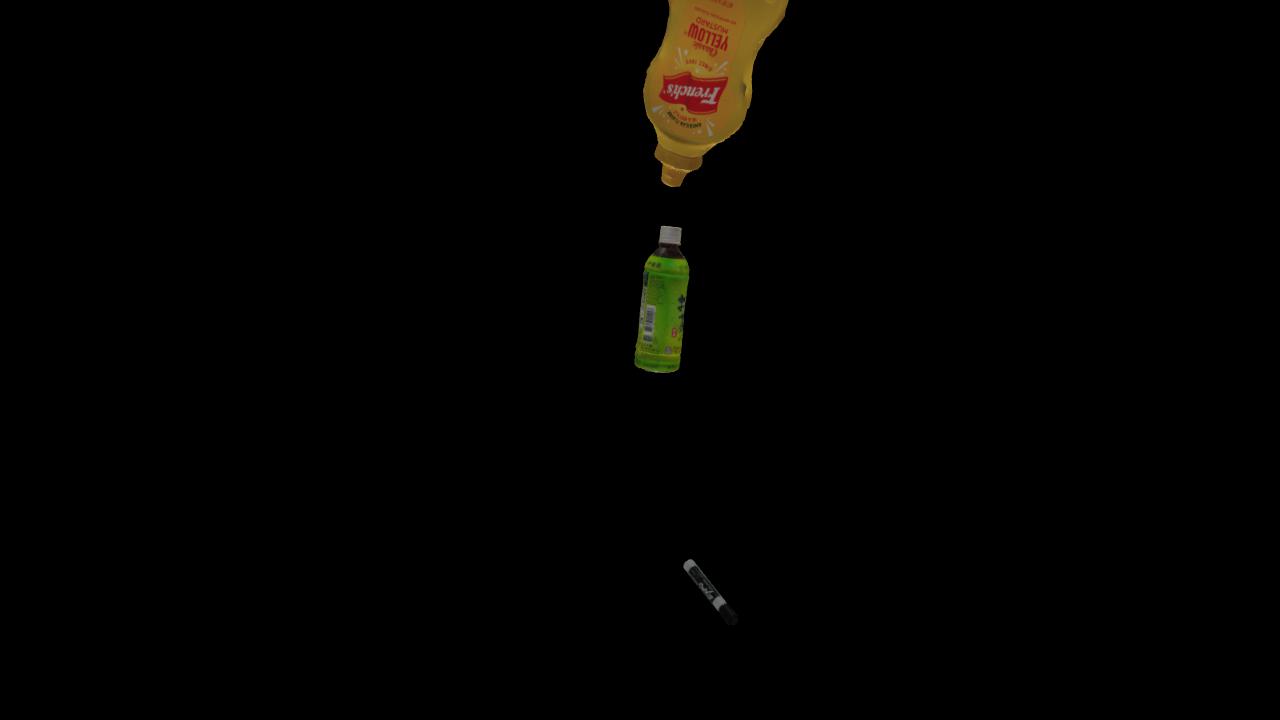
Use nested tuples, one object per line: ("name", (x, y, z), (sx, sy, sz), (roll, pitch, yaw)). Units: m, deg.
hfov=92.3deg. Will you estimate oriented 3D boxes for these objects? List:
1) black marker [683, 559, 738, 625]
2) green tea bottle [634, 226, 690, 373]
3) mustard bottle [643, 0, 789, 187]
("black marker", (0.100, 0.330, 0.875), (0.020, 0.020, 0.121), (0, 23, -30))
("green tea bottle", (0.035, -0.089, 0.907), (0.073, 0.212, 0.073), (5, 14, -1))
("mustard bottle", (0.050, -0.228, 0.504), (0.092, 0.184, 0.054), (20, 38, 2))
